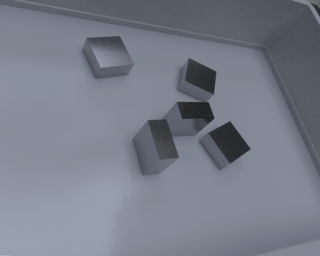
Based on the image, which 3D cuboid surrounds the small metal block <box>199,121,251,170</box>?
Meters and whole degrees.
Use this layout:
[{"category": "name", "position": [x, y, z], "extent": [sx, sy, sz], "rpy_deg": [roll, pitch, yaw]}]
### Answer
[{"category": "small metal block", "position": [0.092, 0.024, 0.440], "extent": [0.050, 0.025, 0.050], "rpy_deg": [-25, 76, -37]}]

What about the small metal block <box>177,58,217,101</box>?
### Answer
[{"category": "small metal block", "position": [0.058, -0.074, 0.481], "extent": [0.050, 0.025, 0.050], "rpy_deg": [23, 53, -15]}]

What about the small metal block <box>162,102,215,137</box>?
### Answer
[{"category": "small metal block", "position": [0.036, -0.011, 0.415], "extent": [0.050, 0.050, 0.025], "rpy_deg": [-2, 63, -29]}]

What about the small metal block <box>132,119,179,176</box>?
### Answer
[{"category": "small metal block", "position": [-0.007, 0.024, 0.371], "extent": [0.025, 0.050, 0.050], "rpy_deg": [-4, 64, -30]}]

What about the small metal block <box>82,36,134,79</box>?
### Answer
[{"category": "small metal block", "position": [-0.072, -0.098, 0.427], "extent": [0.050, 0.025, 0.050], "rpy_deg": [-15, 70, -34]}]
